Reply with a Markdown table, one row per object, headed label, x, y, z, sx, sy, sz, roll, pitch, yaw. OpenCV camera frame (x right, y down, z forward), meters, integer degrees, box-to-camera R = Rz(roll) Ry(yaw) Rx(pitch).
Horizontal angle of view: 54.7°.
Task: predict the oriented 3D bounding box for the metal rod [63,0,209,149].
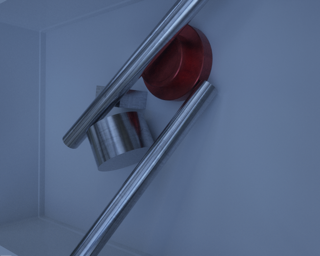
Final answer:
| label | x | y | z | sx | sy | sz | roll | pitch | yaw |
| --- | --- | --- | --- | --- | --- | --- | --- | --- | --- |
| metal rod | -0.027 | -0.075 | 0.366 | 0.299 | 0.025 | 0.025 | -44 | 64 | 25 |

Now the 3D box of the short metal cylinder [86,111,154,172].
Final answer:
| label | x | y | z | sx | sy | sz | roll | pitch | yaw |
| --- | --- | --- | --- | --- | --- | --- | --- | --- | --- |
| short metal cylinder | -0.051 | 0.019 | 0.411 | 0.080 | 0.081 | 0.050 | -34 | 70 | 35 |

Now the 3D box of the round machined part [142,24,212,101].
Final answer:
| label | x | y | z | sx | sy | sz | roll | pitch | yaw |
| --- | --- | --- | --- | --- | --- | --- | --- | --- | --- |
| round machined part | 0.012 | -0.083 | 0.384 | 0.098 | 0.042 | 0.097 | 0 | 90 | 39 |

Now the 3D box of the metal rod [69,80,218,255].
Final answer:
| label | x | y | z | sx | sy | sz | roll | pitch | yaw |
| --- | --- | --- | --- | --- | --- | --- | --- | --- | --- |
| metal rod | -0.032 | 0.071 | 0.350 | 0.025 | 0.025 | 0.300 | 34 | 85 | 34 |

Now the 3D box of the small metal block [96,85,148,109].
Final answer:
| label | x | y | z | sx | sy | sz | roll | pitch | yaw |
| --- | --- | --- | --- | --- | --- | --- | --- | --- | --- |
| small metal block | -0.054 | -0.043 | 0.433 | 0.050 | 0.050 | 0.025 | 12 | 98 | 39 |
